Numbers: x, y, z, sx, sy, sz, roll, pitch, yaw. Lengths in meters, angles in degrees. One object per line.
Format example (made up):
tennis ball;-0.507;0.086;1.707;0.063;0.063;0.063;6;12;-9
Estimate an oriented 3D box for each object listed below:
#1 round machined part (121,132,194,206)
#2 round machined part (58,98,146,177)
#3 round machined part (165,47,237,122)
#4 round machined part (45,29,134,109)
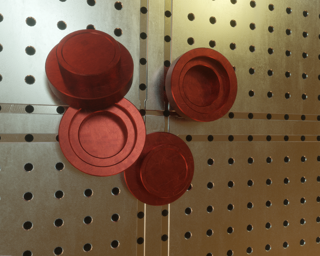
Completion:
round machined part;0.001;0.054;0.405;0.099;0.042;0.097;0;90;-21
round machined part;-0.068;0.009;0.372;0.099;0.042;0.097;2;81;-12
round machined part;0.053;-0.057;0.424;0.099;0.042;0.097;0;90;-21
round machined part;-0.079;-0.073;0.351;0.099;0.042;0.098;4;59;-6
